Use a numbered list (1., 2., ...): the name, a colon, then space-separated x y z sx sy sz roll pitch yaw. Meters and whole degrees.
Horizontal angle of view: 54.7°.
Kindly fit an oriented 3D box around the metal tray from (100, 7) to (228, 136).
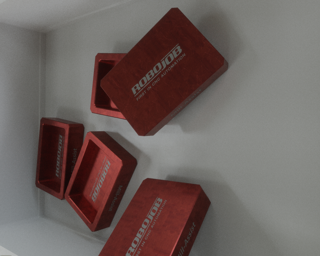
1. metal tray: 0.002 -0.063 0.368 0.130 0.030 0.090 -42 76 16

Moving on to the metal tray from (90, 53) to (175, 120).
1. metal tray: -0.042 -0.057 0.436 0.130 0.030 0.089 12 97 39

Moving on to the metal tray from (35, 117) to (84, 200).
1. metal tray: -0.179 0.051 0.547 0.090 0.030 0.129 11 97 39

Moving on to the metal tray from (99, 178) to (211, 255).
1. metal tray: -0.008 0.121 0.354 0.090 0.030 0.130 0 45 39

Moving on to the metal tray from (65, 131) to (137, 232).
1. metal tray: -0.095 0.081 0.479 0.090 0.030 0.129 37 112 33
